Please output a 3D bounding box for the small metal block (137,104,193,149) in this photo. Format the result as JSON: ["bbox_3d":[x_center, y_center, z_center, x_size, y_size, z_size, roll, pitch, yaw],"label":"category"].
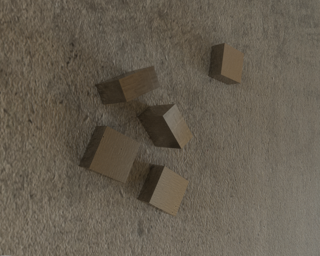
[{"bbox_3d":[0.006,-0.002,0.393,0.025,0.050,0.050,-45,117,-31],"label":"small metal block"}]

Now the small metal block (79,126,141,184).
[{"bbox_3d":[-0.057,0.031,0.357,0.050,0.025,0.050,32,70,-36],"label":"small metal block"}]

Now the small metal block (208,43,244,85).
[{"bbox_3d":[0.106,-0.101,0.493,0.050,0.025,0.050,13,82,-39],"label":"small metal block"}]

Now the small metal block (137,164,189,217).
[{"bbox_3d":[0.005,0.082,0.409,0.050,0.025,0.050,37,67,-34],"label":"small metal block"}]

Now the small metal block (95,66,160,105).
[{"bbox_3d":[-0.037,-0.049,0.357,0.050,0.050,0.025,-30,109,-36],"label":"small metal block"}]
